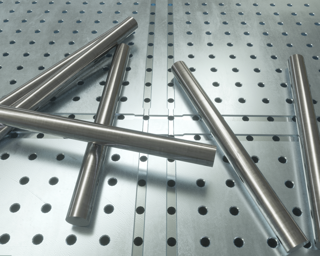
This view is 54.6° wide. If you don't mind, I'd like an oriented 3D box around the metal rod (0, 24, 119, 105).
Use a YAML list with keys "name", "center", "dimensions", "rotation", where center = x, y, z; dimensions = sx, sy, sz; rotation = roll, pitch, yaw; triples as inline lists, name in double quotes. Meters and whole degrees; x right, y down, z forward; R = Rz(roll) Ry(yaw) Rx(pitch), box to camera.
- name: "metal rod"
  center: [-0.148, -0.096, 0.487]
  dimensions: [0.025, 0.025, 0.301]
  rotation: [31, 56, 23]

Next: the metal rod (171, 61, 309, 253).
- name: "metal rod"
  center: [0.083, 0.012, 0.398]
  dimensions: [0.025, 0.025, 0.300]
  rotation: [-17, 52, -13]

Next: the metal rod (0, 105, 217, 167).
- name: "metal rod"
  center: [-0.085, 0.005, 0.369]
  dimensions: [0.301, 0.025, 0.025]
  rotation: [11, 51, 8]

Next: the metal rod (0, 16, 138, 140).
- name: "metal rod"
  center: [-0.136, -0.082, 0.464]
  dimensions: [0.025, 0.025, 0.301]
  rotation: [29, 59, 22]

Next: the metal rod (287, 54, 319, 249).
- name: "metal rod"
  center: [0.194, 0.004, 0.404]
  dimensions: [0.025, 0.025, 0.300]
  rotation: [7, 50, 6]

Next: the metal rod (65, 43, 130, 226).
- name: "metal rod"
  center: [-0.074, -0.017, 0.421]
  dimensions: [0.025, 0.025, 0.300]
  rotation: [4, 50, 3]
